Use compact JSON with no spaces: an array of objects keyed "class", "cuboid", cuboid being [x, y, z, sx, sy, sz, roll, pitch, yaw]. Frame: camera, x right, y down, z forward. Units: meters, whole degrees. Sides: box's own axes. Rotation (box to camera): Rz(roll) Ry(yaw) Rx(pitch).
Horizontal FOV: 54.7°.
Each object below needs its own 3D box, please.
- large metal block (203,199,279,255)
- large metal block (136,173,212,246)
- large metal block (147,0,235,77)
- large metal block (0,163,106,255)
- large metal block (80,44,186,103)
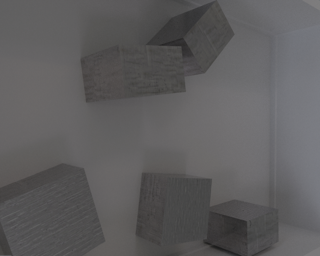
[{"class":"large metal block","cuboid":[0.123,0.149,0.474,0.081,0.080,0.050,-3,92,-40]},{"class":"large metal block","cuboid":[0.019,0.103,0.407,0.081,0.050,0.080,9,84,-40]},{"class":"large metal block","cuboid":[0.035,-0.110,0.400,0.080,0.080,0.050,-53,121,-27]},{"class":"large metal block","cuboid":[-0.110,0.088,0.299,0.081,0.050,0.080,-22,104,-38]},{"class":"large metal block","cuboid":[-0.030,-0.059,0.345,0.081,0.080,0.050,-11,97,-40]}]
